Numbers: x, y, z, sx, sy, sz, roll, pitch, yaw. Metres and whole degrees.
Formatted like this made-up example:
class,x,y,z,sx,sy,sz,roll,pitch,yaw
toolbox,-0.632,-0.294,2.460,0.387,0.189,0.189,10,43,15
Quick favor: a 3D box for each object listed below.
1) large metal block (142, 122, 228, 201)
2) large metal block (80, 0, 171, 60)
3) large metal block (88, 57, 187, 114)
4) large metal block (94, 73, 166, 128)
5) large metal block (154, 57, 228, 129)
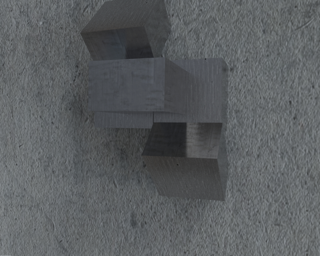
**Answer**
class,x,y,z,sx,sy,sz,roll,pitch,yaw
large metal block,0.034,0.039,0.362,0.080,0.080,0.050,1,47,19
large metal block,-0.039,-0.121,0.387,0.080,0.050,0.080,1,46,20
large metal block,-0.020,-0.041,0.334,0.080,0.080,0.050,1,91,19
large metal block,-0.037,-0.040,0.407,0.080,0.050,0.079,1,90,19
large metal block,0.039,-0.039,0.381,0.080,0.050,0.079,1,90,19
